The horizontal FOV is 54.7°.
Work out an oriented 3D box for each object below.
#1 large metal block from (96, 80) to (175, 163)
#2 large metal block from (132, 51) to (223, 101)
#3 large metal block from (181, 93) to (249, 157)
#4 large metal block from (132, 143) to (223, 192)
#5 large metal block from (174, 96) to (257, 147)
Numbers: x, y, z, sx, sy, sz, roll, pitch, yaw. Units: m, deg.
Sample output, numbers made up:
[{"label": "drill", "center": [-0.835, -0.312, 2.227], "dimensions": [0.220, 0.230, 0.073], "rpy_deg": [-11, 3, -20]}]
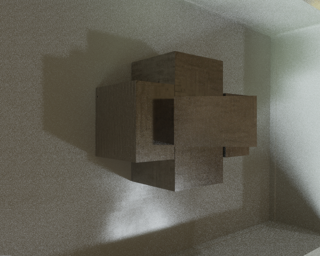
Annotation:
[{"label": "large metal block", "center": [-0.030, -0.007, 0.345], "dimensions": [0.050, 0.080, 0.080], "rpy_deg": [0, 90, -40]}, {"label": "large metal block", "center": [0.021, -0.058, 0.387], "dimensions": [0.081, 0.080, 0.050], "rpy_deg": [0, 91, -40]}, {"label": "large metal block", "center": [0.074, -0.004, 0.429], "dimensions": [0.050, 0.080, 0.080], "rpy_deg": [0, 90, -41]}, {"label": "large metal block", "center": [0.021, 0.043, 0.387], "dimensions": [0.081, 0.080, 0.050], "rpy_deg": [0, 91, -40]}, {"label": "large metal block", "center": [0.058, -0.007, 0.344], "dimensions": [0.080, 0.080, 0.050], "rpy_deg": [-4, 94, -85]}]
